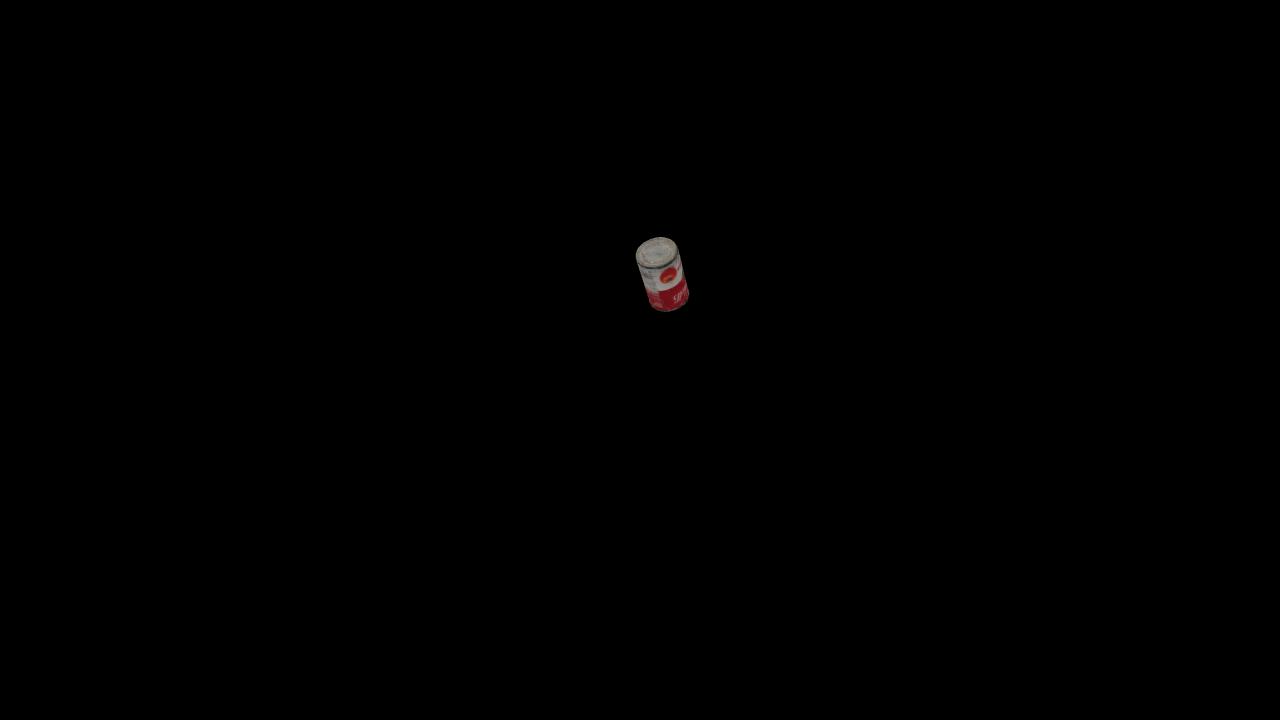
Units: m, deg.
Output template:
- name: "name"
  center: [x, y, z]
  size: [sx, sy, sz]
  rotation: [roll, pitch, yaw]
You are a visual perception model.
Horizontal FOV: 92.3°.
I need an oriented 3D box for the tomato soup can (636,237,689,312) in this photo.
- name: "tomato soup can"
  center: [0.036, -0.134, 0.962]
  size: [0.068, 0.068, 0.101]
  rotation: [0, -37, 17]
